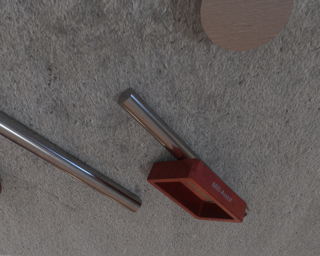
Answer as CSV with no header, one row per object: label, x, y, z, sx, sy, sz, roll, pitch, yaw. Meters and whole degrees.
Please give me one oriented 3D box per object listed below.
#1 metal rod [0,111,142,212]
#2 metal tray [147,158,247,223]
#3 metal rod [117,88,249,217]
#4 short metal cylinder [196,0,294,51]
metal rod,-0.141,0.046,0.444,0.025,0.025,0.301,-35,122,26
metal tray,0.055,0.095,0.458,0.090,0.030,0.130,-13,134,46
metal rod,0.049,0.052,0.451,0.025,0.025,0.300,-30,124,23
short metal cylinder,0.076,-0.120,0.290,0.081,0.050,0.079,0,130,0
